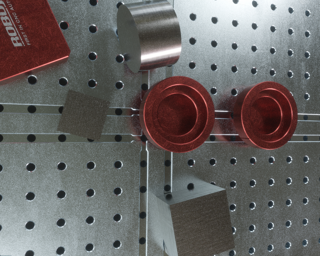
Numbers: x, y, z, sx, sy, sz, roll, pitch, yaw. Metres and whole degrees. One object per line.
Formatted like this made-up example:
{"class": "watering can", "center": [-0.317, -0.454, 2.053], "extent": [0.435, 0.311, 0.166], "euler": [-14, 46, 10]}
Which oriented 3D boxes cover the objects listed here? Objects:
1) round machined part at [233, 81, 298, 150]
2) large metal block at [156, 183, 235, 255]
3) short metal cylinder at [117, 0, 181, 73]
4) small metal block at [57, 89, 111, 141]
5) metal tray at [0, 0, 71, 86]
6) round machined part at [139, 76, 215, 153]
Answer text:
{"class": "round machined part", "center": [0.150, -0.018, 0.459], "extent": [0.099, 0.042, 0.097], "euler": [0, 90, -20]}
{"class": "large metal block", "center": [0.047, 0.126, 0.417], "extent": [0.081, 0.050, 0.080], "euler": [-11, 94, -20]}
{"class": "short metal cylinder", "center": [-0.015, -0.112, 0.377], "extent": [0.050, 0.080, 0.080], "euler": [-17, 96, -19]}
{"class": "small metal block", "center": [-0.094, -0.015, 0.378], "extent": [0.050, 0.025, 0.050], "euler": [16, 85, -19]}
{"class": "metal tray", "center": [-0.170, -0.124, 0.347], "extent": [0.091, 0.030, 0.129], "euler": [-26, 99, -18]}
{"class": "round machined part", "center": [0.019, -0.017, 0.410], "extent": [0.099, 0.042, 0.097], "euler": [0, 90, -20]}
